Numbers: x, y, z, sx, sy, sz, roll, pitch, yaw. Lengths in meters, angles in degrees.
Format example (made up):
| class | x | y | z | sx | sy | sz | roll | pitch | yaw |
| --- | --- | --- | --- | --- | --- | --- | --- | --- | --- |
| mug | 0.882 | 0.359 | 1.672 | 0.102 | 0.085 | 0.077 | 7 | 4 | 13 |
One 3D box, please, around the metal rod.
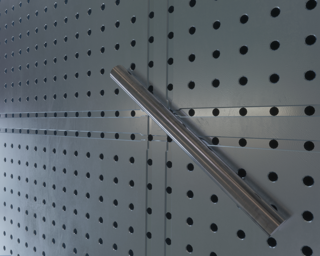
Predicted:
| class | x | y | z | sx | sy | sz | roll | pitch | yaw |
| --- | --- | --- | --- | --- | --- | --- | --- | --- | --- |
| metal rod | 0.027 | 0.009 | 0.387 | 0.300 | 0.025 | 0.025 | 45 | 117 | 30 |
